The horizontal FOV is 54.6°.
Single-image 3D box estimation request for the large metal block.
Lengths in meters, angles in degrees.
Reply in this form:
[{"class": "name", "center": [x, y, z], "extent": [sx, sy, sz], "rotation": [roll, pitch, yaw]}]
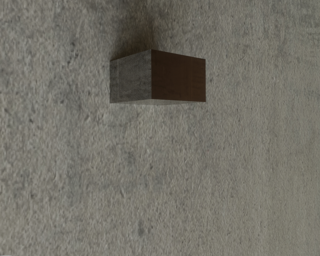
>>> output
[{"class": "large metal block", "center": [-0.003, -0.055, 0.365], "extent": [0.081, 0.080, 0.050], "rotation": [-1, 91, -40]}]
